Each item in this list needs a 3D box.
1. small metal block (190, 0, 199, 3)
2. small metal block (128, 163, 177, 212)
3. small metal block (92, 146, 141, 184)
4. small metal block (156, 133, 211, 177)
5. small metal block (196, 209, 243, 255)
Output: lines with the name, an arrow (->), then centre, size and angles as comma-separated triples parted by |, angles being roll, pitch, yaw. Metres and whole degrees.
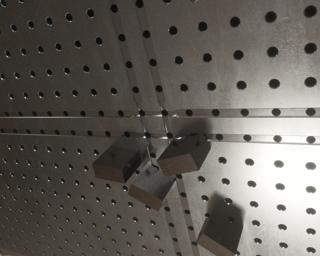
small metal block -> 0.044, -0.146, 0.281 | 0.025, 0.050, 0.050 | 42, 129, -1
small metal block -> -0.011, 0.085, 0.452 | 0.050, 0.050, 0.025 | 27, 128, 11
small metal block -> -0.063, 0.053, 0.459 | 0.050, 0.050, 0.025 | 7, 121, 24
small metal block -> 0.031, 0.034, 0.399 | 0.050, 0.050, 0.025 | -17, 110, 34
small metal block -> 0.086, 0.153, 0.444 | 0.050, 0.050, 0.025 | 32, 128, 7
